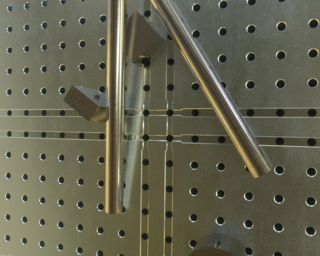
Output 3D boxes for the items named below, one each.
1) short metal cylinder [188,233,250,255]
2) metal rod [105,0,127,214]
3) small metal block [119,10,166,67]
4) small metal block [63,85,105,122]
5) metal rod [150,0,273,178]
[{"bbox_3d":[0.070,0.175,0.375,0.080,0.050,0.079,0,90,20],"label":"short metal cylinder"},{"bbox_3d":[-0.059,-0.032,0.415,0.025,0.025,0.298,5,98,20],"label":"metal rod"},{"bbox_3d":[-0.030,-0.121,0.423,0.050,0.025,0.050,-43,77,15],"label":"small metal block"},{"bbox_3d":[-0.097,-0.033,0.433,0.050,0.050,0.025,38,102,16],"label":"small metal block"},{"bbox_3d":[0.052,-0.076,0.394,0.025,0.025,0.299,-31,80,17],"label":"metal rod"}]
